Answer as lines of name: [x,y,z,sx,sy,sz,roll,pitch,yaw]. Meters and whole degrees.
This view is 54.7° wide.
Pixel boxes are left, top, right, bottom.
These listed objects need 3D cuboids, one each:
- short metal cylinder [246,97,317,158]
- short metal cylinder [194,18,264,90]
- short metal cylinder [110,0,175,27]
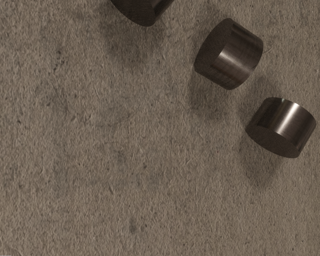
short metal cylinder: [0.173,0.000,0.446,0.080,0.080,0.050,39,78,-16]
short metal cylinder: [0.090,-0.098,0.414,0.050,0.080,0.080,27,81,-19]
short metal cylinder: [-0.023,-0.170,0.372,0.080,0.080,0.050,41,77,-16]
